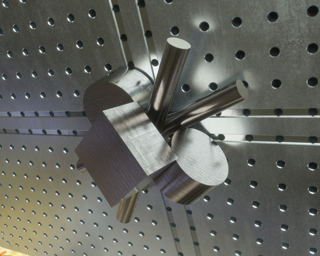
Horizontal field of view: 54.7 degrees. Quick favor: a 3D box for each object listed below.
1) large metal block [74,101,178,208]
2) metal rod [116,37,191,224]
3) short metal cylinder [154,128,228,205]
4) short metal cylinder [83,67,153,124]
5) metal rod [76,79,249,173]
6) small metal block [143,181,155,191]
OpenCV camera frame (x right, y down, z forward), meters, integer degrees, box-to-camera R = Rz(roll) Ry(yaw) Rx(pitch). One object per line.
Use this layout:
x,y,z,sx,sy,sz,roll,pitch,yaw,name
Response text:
-0.040,0.030,0.348,0.080,0.050,0.080,54,131,12,large metal block
-0.019,0.027,0.401,0.025,0.025,0.298,27,128,11,metal rod
0.036,0.047,0.381,0.080,0.080,0.050,40,130,1,short metal cylinder
-0.050,-0.031,0.397,0.080,0.050,0.079,13,124,21,short metal cylinder
-0.019,0.011,0.423,0.299,0.025,0.025,-26,105,37,metal rod
-0.018,0.058,0.452,0.050,0.025,0.050,-31,101,38,small metal block
